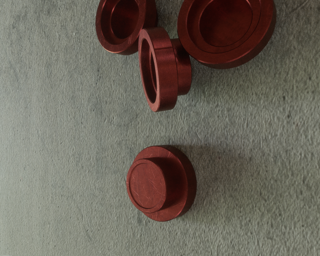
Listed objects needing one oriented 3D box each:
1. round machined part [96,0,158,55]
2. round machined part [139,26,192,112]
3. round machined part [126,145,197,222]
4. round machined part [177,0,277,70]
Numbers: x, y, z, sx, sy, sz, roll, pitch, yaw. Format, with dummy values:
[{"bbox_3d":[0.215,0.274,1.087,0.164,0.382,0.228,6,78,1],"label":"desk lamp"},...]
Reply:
[{"bbox_3d":[-0.042,-0.149,0.428,0.098,0.042,0.097,0,90,40],"label":"round machined part"},{"bbox_3d":[0.006,-0.070,0.368,0.098,0.042,0.097,170,89,-77],"label":"round machined part"},{"bbox_3d":[-0.005,0.071,0.398,0.098,0.042,0.097,0,90,40],"label":"round machined part"},{"bbox_3d":[0.071,-0.109,0.326,0.098,0.042,0.097,-4,82,28],"label":"round machined part"}]
